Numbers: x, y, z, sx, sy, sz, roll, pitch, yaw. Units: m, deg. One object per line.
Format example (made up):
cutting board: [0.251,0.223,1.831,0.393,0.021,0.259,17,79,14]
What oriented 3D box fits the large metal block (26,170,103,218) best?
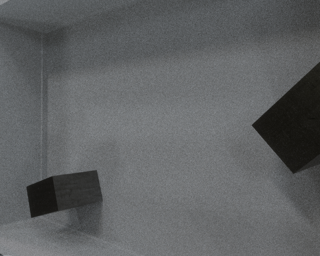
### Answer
large metal block: [-0.153,0.105,0.498,0.080,0.081,0.050,-23,76,38]

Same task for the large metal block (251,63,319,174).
large metal block: [0.137,-0.010,0.257,0.080,0.081,0.050,-49,61,29]
